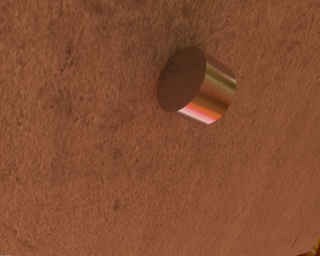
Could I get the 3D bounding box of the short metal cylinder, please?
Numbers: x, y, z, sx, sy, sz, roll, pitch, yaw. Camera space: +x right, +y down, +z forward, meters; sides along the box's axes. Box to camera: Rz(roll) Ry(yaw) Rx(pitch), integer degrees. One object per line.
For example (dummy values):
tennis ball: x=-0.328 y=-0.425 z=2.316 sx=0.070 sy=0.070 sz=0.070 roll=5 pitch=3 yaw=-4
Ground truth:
short metal cylinder: x=0.041 y=-0.049 z=0.365 sx=0.050 sy=0.080 sz=0.080 roll=21 pitch=107 yaw=-36
